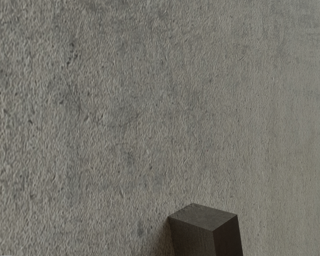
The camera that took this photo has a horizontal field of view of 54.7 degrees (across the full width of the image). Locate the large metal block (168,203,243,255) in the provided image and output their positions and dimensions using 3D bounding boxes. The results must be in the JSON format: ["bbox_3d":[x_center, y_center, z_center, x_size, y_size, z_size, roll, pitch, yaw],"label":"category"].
[{"bbox_3d":[0.062,0.156,0.421,0.050,0.080,0.079,-17,101,-39],"label":"large metal block"}]
